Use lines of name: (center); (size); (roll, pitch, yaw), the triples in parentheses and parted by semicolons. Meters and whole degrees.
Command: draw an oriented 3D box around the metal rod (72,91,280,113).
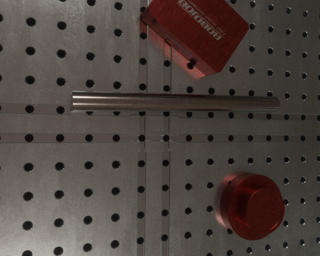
metal rod: (0.036, -0.034, 0.426); (0.303, 0.025, 0.025); (-1, 91, -21)

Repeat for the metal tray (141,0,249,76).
metal tray: (0.051, -0.147, 0.430); (0.130, 0.030, 0.090); (37, 78, -17)

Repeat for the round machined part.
round machined part: (0.143, 0.118, 0.459); (0.099, 0.042, 0.097); (0, 90, -21)
